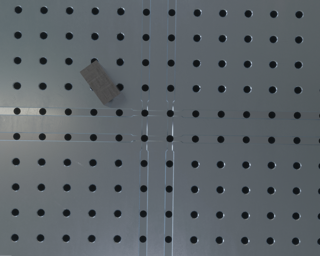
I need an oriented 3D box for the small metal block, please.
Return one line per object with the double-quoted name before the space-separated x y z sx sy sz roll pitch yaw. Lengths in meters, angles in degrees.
"small metal block" -0.072 -0.055 0.400 0.025 0.050 0.050 -36 90 0
